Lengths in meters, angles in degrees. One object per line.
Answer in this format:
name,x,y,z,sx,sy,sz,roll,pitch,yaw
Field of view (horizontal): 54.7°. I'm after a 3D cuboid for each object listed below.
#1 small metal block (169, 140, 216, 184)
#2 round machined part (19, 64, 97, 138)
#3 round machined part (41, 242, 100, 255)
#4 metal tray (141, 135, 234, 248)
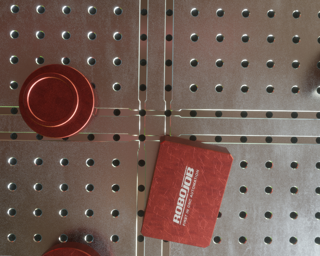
small metal block,0.039,0.050,0.414,0.050,0.025,0.050,-34,90,-1
round machined part,-0.135,-0.035,0.403,0.099,0.042,0.097,0,90,-1
round machined part,-0.116,0.196,0.404,0.099,0.042,0.097,0,90,-1
metal tray,0.032,0.082,0.397,0.091,0.030,0.129,12,102,-2
